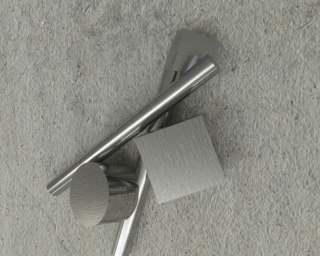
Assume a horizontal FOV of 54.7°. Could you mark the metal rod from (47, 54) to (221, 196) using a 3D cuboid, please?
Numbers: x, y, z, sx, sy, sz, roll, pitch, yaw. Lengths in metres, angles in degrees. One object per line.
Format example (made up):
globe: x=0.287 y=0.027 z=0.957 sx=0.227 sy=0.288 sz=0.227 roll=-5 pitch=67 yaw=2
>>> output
metal rod: x=-0.049 y=0.009 z=0.409 sx=0.299 sy=0.025 sz=0.025 roll=-37 pitch=78 yaw=23

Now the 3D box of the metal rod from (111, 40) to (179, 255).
metal rod: x=-0.014 y=0.033 z=0.414 sx=0.025 sy=0.025 sz=0.298 roll=18 pitch=96 yaw=19

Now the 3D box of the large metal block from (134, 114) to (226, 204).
large metal block: x=0.025 y=0.034 z=0.372 sx=0.080 sy=0.050 sz=0.080 roll=-20 pitch=93 yaw=6

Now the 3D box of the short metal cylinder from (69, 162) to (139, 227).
short metal cylinder: x=-0.075 y=0.086 z=0.410 sx=0.080 sy=0.050 sz=0.080 roll=-7 pitch=79 yaw=39

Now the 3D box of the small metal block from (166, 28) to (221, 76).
small metal block: x=0.041 y=-0.089 z=0.382 sx=0.050 sy=0.025 sz=0.050 roll=14 pitch=96 yaw=-21
